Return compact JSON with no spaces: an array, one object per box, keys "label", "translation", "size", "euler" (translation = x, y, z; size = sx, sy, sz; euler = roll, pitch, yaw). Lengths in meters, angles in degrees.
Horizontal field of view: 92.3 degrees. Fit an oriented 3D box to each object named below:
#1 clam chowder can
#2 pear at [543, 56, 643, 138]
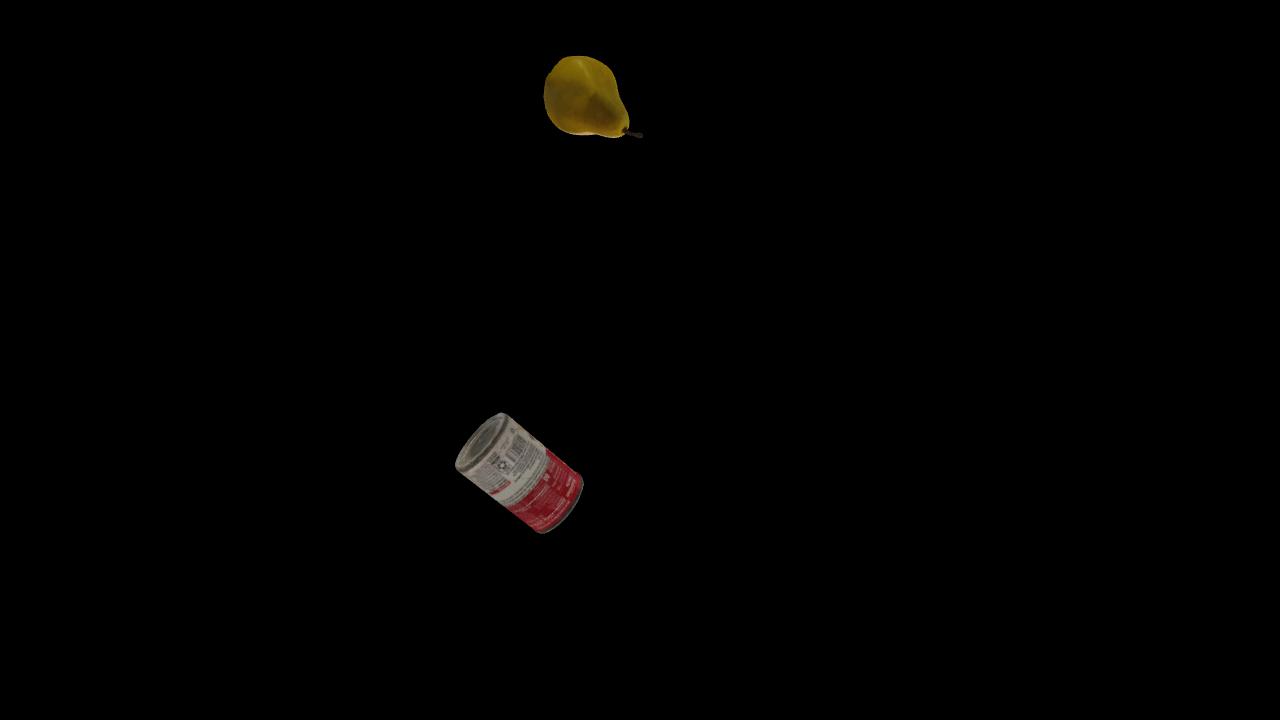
[{"label":"clam chowder can","translation":[-0.112,0.105,0.575],"size":[0.102,0.068,0.068],"euler":[45,-20,-22]},{"label":"pear","translation":[-0.045,-0.249,0.613],"size":[0.080,0.111,0.080],"euler":[-31,-23,-15]}]
